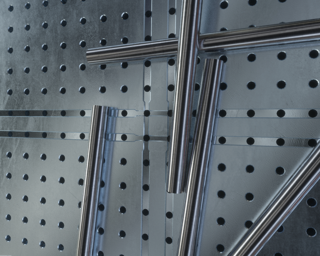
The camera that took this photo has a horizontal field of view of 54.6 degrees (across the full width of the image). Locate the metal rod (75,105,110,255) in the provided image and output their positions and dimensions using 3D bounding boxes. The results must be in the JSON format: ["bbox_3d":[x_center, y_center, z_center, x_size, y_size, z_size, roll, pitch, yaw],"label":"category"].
[{"bbox_3d":[-0.102,0.116,0.449,0.025,0.025,0.298,8,93,20],"label":"metal rod"}]

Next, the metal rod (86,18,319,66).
[{"bbox_3d":[0.042,-0.107,0.397,0.301,0.025,0.025,-2,90,20],"label":"metal rod"}]

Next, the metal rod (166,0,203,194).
[{"bbox_3d":[0.031,-0.065,0.380,0.025,0.025,0.298,8,101,20],"label":"metal rod"}]

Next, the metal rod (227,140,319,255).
[{"bbox_3d":[0.137,0.099,0.364,0.025,0.025,0.299,37,102,16],"label":"metal rod"}]

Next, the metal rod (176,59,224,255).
[{"bbox_3d":[0.047,0.063,0.396,0.025,0.025,0.298,9,93,20],"label":"metal rod"}]
